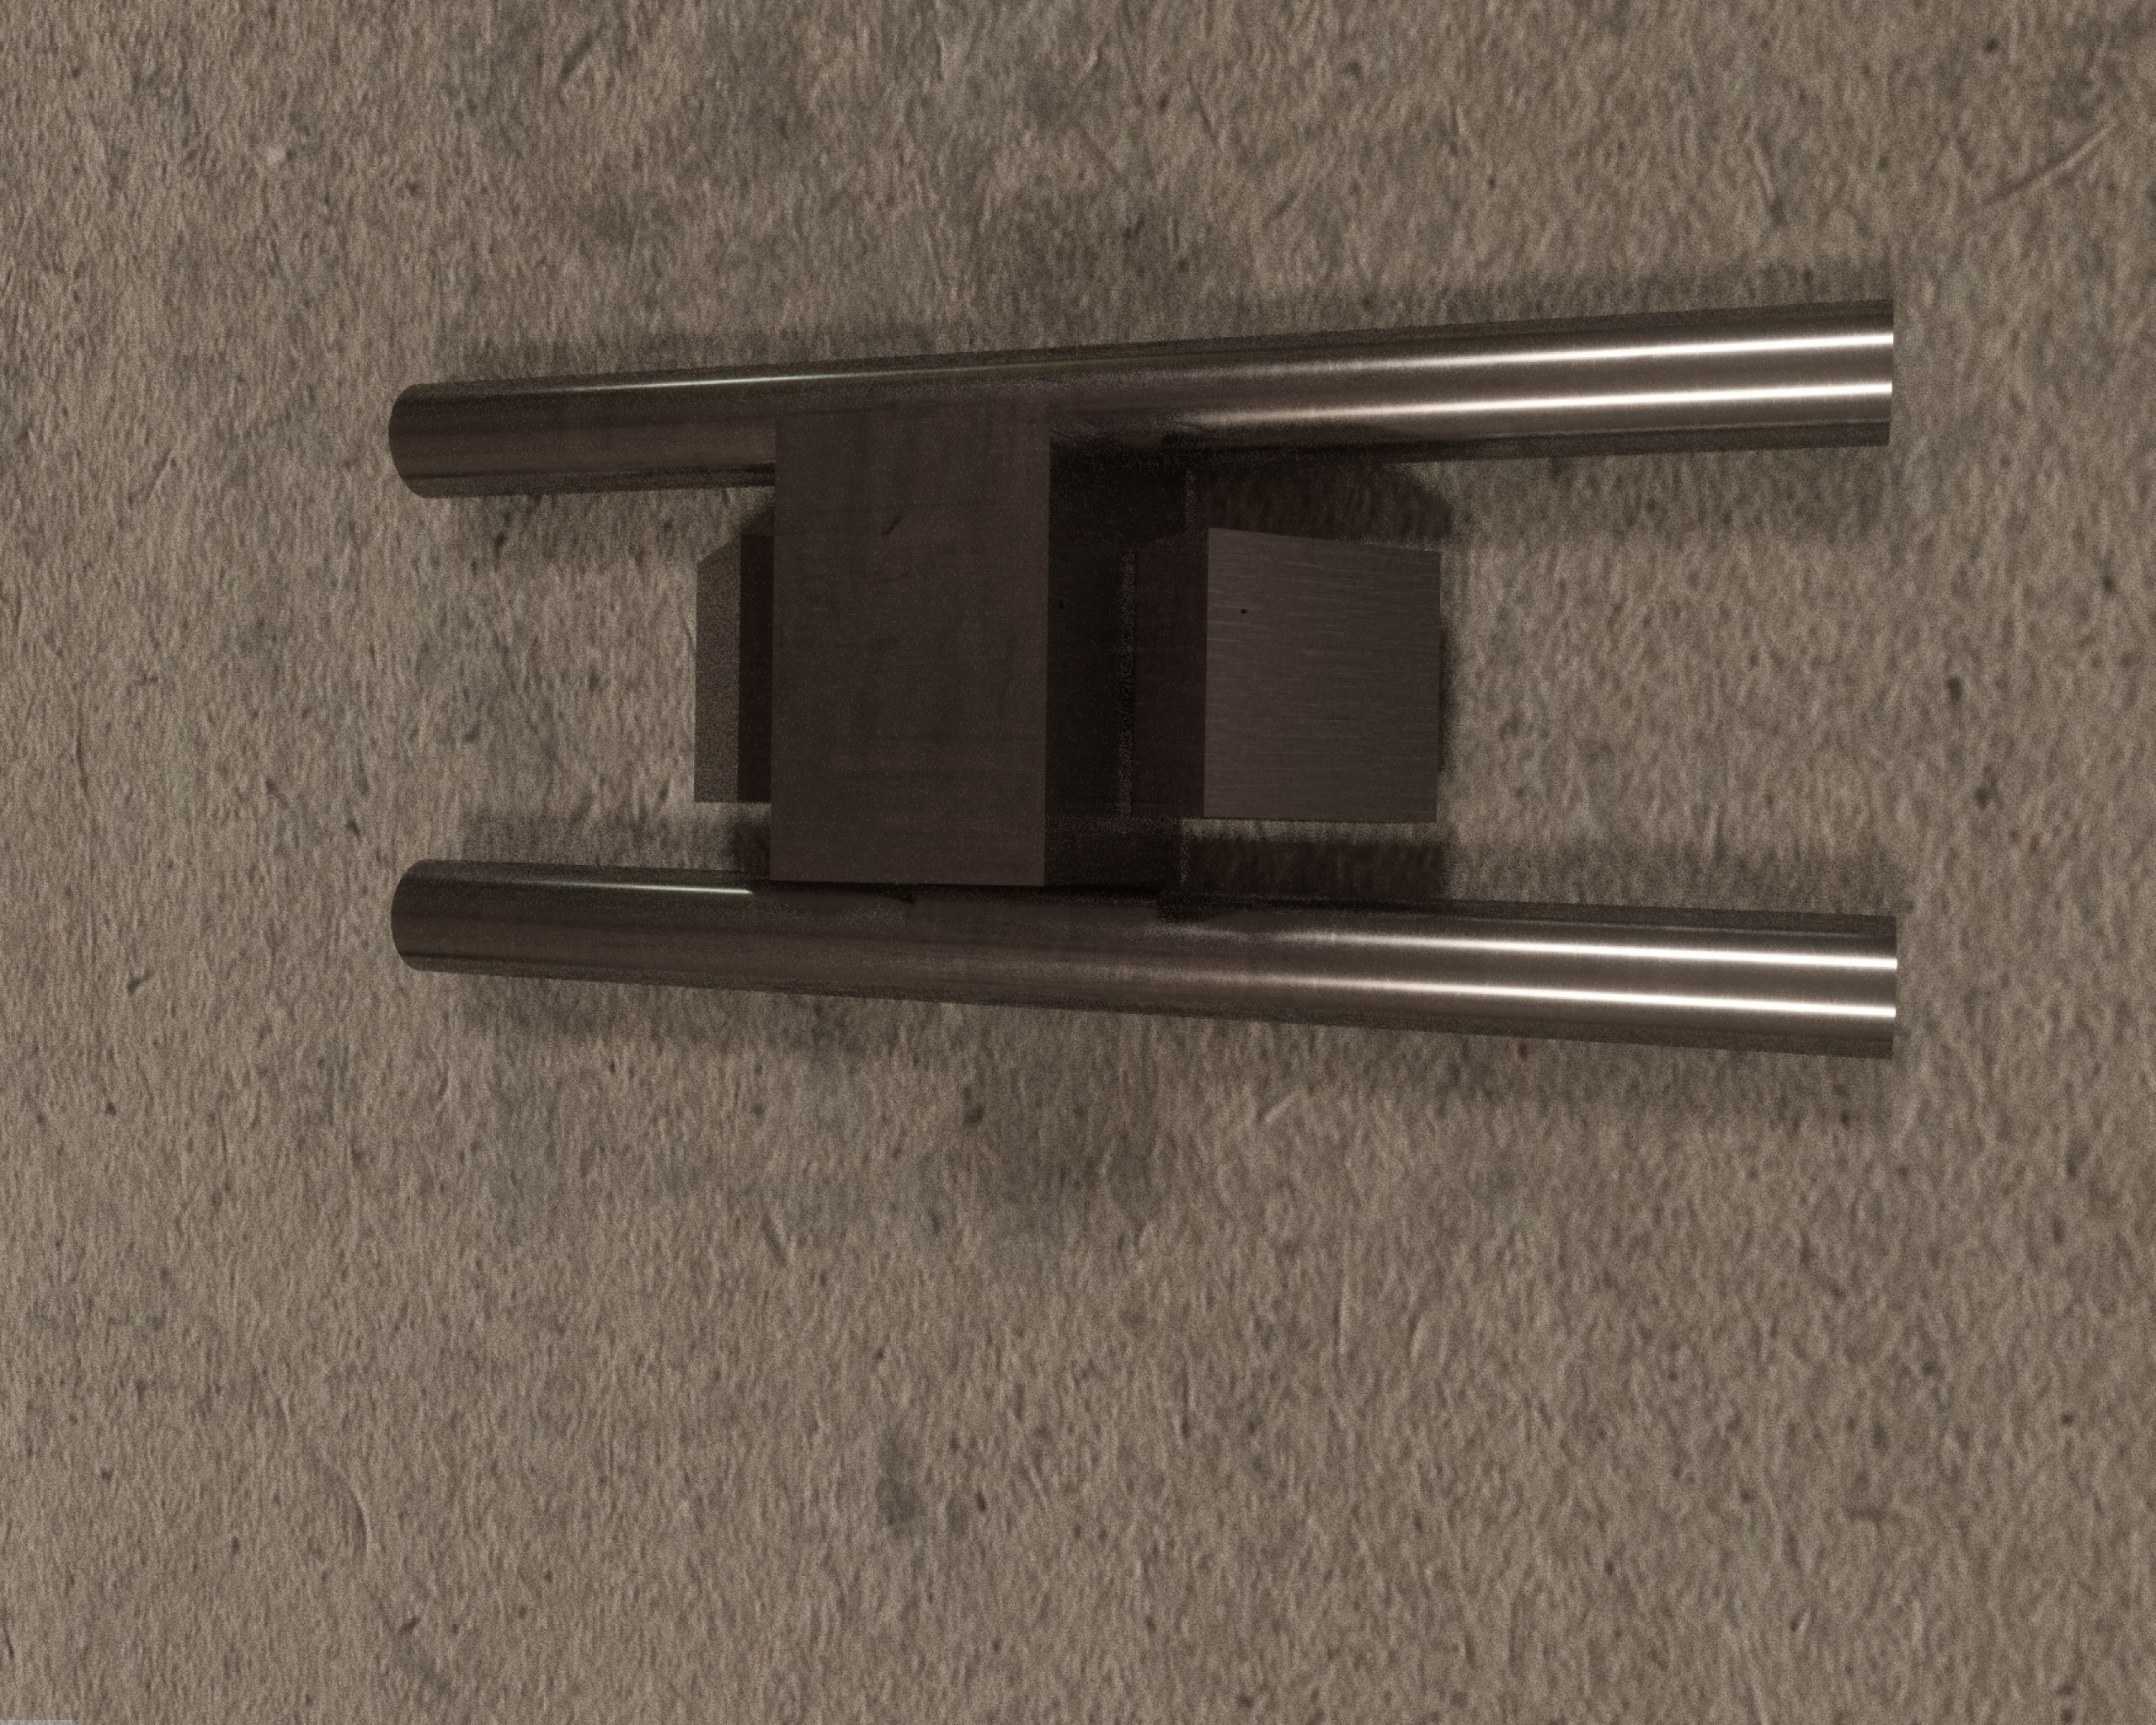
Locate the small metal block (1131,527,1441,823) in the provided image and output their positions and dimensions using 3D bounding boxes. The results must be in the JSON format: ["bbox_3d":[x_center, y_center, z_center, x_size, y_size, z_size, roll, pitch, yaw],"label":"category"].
[{"bbox_3d":[0.038,-0.033,0.381,0.025,0.050,0.050,1,90,61],"label":"small metal block"}]

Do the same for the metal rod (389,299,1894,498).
[{"bbox_3d":[-0.002,-0.089,0.410,0.301,0.025,0.025,2,91,19],"label":"metal rod"}]

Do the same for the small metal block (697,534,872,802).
[{"bbox_3d":[-0.059,-0.037,0.415,0.025,0.050,0.050,1,91,-20],"label":"small metal block"}]

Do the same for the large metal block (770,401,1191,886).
[{"bbox_3d":[-0.015,-0.037,0.388,0.050,0.080,0.079,1,90,20],"label":"large metal block"}]

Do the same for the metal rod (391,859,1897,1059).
[{"bbox_3d":[-0.001,0.017,0.410,0.301,0.025,0.025,2,91,19],"label":"metal rod"}]
